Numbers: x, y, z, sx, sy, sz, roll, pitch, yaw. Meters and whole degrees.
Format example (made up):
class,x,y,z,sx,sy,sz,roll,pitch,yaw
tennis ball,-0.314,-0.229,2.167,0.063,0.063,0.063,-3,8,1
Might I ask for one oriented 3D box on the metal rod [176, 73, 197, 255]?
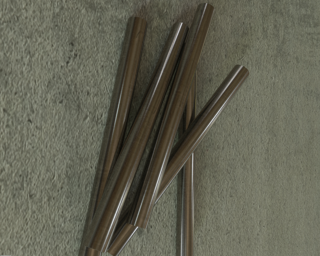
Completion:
class,x,y,z,sx,sy,sz,roll,pitch,yaw
metal rod,0.038,0.032,0.436,0.025,0.025,0.298,2,89,-40

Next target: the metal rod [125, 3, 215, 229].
class,x,y,z,sx,sy,sz,roll,pitch,yaw
metal rod,0.019,-0.028,0.386,0.025,0.025,0.299,31,70,-36

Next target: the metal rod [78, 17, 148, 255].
class,x,y,z,sx,sy,sz,roll,pitch,yaw
metal rod,-0.054,0.015,0.359,0.025,0.025,0.299,17,79,-39

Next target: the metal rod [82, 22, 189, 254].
class,x,y,z,sx,sy,sz,roll,pitch,yaw
metal rod,-0.018,-0.009,0.366,0.025,0.025,0.300,38,60,-34

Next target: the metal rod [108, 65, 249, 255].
class,x,y,z,sx,sy,sz,roll,pitch,yaw
metal rod,0.029,0.029,0.402,0.300,0.025,0.025,-52,121,-18
